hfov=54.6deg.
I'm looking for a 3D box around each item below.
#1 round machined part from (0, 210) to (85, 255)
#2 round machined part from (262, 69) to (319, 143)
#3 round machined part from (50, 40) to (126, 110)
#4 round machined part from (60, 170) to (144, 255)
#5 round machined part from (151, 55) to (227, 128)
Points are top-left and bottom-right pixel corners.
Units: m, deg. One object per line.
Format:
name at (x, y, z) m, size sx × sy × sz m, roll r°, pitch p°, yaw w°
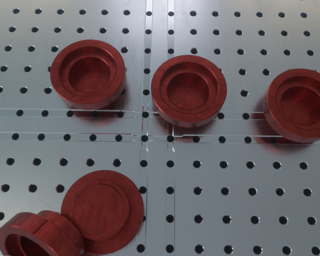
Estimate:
round machined part at (-0.122, 0.129, 0.336) m, size 0.098 × 0.097 × 0.042 m, roll 29°, pitch 36°, yaw 10°
round machined part at (0.186, -0.026, 0.413) m, size 0.099 × 0.042 × 0.098 m, roll 0°, pitch 70°, yaw 0°
round machined part at (-0.095, -0.069, 0.428) m, size 0.099 × 0.042 × 0.098 m, roll 0°, pitch 70°, yaw 0°
round machined part at (-0.069, 0.097, 0.367) m, size 0.099 × 0.042 × 0.098 m, roll 0°, pitch 70°, yaw 0°
round machined part at (0.038, -0.046, 0.420) m, size 0.099 × 0.042 × 0.098 m, roll 0°, pitch 70°, yaw 0°
